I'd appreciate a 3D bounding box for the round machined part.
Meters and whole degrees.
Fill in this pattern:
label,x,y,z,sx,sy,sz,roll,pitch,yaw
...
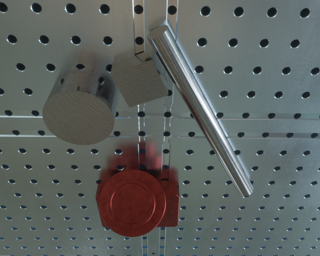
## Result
label,x,y,z,sx,sy,sz,roll,pitch,yaw
round machined part,-0.040,0.110,0.455,0.099,0.097,0.042,-1,170,0

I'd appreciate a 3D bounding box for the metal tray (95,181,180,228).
label,x,y,z,sx,sy,sz,roll,pitch,yaw
metal tray,-0.035,0.129,0.518,0.131,0.030,0.089,-1,130,0

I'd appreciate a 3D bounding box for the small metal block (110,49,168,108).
label,x,y,z,sx,sy,sz,roll,pitch,yaw
small metal block,-0.023,-0.057,0.363,0.050,0.025,0.050,-17,129,13

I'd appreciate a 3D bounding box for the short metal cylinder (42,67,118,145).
label,x,y,z,sx,sy,sz,roll,pitch,yaw
short metal cylinder,-0.093,-0.025,0.372,0.081,0.050,0.079,0,130,0

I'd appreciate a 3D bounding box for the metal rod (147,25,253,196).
label,x,y,z,sx,sy,sz,roll,pitch,yaw
metal rod,0.067,-0.001,0.412,0.025,0.025,0.300,-22,127,17
